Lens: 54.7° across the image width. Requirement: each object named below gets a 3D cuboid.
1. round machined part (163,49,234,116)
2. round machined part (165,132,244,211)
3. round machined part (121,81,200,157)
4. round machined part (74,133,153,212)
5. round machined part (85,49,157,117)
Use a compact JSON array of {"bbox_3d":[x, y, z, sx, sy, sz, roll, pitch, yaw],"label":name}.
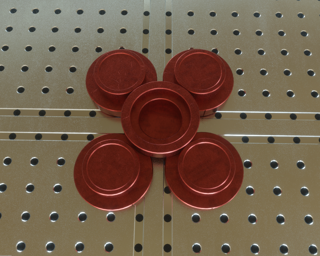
[{"bbox_3d":[0.053,-0.069,0.428,0.099,0.042,0.098,0,70,-1],"label":"round machined part"},{"bbox_3d":[0.055,0.051,0.384,0.099,0.042,0.098,0,70,-1],"label":"round machined part"},{"bbox_3d":[0.001,-0.009,0.404,0.099,0.042,0.098,0,70,-1],"label":"round machined part"},{"bbox_3d":[-0.058,0.052,0.383,0.099,0.042,0.098,0,70,-1],"label":"round machined part"},{"bbox_3d":[-0.053,-0.068,0.426,0.099,0.042,0.098,0,70,-1],"label":"round machined part"}]
